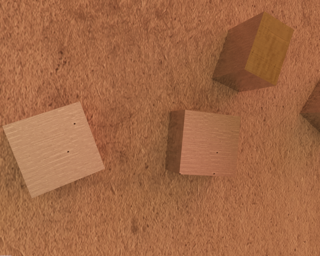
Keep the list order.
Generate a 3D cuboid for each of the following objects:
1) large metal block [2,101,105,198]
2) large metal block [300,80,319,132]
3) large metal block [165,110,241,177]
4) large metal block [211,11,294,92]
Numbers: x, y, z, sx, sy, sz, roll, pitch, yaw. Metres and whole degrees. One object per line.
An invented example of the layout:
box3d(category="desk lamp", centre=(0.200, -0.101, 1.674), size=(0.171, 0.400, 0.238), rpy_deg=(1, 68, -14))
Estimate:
box3d(category="large metal block", centre=(-0.118, 0.022, 0.352), size=(0.081, 0.050, 0.080), rpy_deg=(-21, 97, -19))
box3d(category="large metal block", centre=(0.290, -0.032, 0.502), size=(0.080, 0.050, 0.080), rpy_deg=(38, 78, -16))
box3d(category="large metal block", centre=(0.056, 0.021, 0.416), size=(0.081, 0.050, 0.080), rpy_deg=(6, 88, -20))
box3d(category="large metal block", centre=(0.124, -0.100, 0.425), size=(0.050, 0.080, 0.080), rpy_deg=(23, 83, -19))
